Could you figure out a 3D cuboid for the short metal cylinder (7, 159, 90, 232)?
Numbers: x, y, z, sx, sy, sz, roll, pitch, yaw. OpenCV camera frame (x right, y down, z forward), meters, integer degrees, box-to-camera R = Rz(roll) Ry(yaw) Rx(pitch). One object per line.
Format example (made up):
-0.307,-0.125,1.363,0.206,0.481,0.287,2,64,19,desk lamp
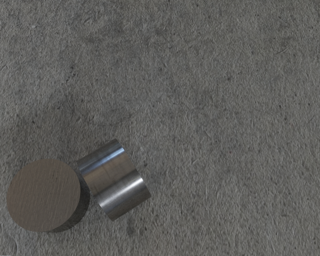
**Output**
-0.128,0.081,0.364,0.081,0.050,0.080,0,70,0,short metal cylinder

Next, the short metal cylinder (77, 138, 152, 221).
-0.053,0.059,0.357,0.050,0.080,0.080,-31,73,-11,short metal cylinder
